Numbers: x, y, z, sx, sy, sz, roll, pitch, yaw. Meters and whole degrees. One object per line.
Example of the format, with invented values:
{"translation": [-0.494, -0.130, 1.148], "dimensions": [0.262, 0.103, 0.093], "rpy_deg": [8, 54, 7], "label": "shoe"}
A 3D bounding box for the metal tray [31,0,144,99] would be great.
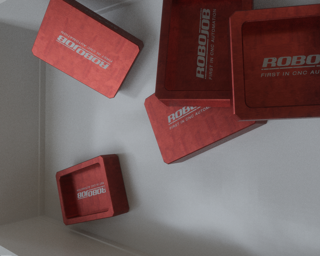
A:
{"translation": [-0.100, -0.112, 0.433], "dimensions": [0.130, 0.030, 0.089], "rpy_deg": [30, 117, -8], "label": "metal tray"}

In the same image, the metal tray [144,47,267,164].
{"translation": [0.047, -0.021, 0.363], "dimensions": [0.130, 0.030, 0.090], "rpy_deg": [-30, 72, 35], "label": "metal tray"}

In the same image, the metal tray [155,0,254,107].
{"translation": [0.047, -0.088, 0.316], "dimensions": [0.090, 0.030, 0.129], "rpy_deg": [2, 81, 18], "label": "metal tray"}

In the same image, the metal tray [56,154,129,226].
{"translation": [-0.112, 0.100, 0.492], "dimensions": [0.130, 0.030, 0.090], "rpy_deg": [-22, 76, 37], "label": "metal tray"}

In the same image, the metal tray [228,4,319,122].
{"translation": [0.125, -0.053, 0.258], "dimensions": [0.131, 0.030, 0.089], "rpy_deg": [-2, 88, 8], "label": "metal tray"}
